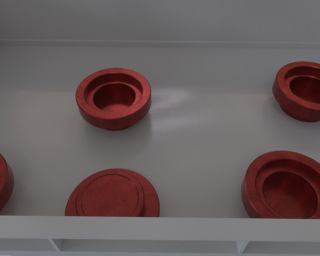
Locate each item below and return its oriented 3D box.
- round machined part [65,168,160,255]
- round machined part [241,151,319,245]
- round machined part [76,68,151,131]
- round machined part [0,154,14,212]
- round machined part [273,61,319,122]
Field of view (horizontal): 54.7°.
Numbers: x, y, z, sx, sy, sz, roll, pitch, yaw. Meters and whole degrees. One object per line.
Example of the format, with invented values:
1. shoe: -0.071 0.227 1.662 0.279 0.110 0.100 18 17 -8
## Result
1. round machined part: -0.050 0.083 0.324 0.099 0.042 0.098 0 50 0
2. round machined part: 0.136 0.076 0.331 0.099 0.042 0.098 0 50 0
3. round machined part: -0.061 -0.035 0.423 0.099 0.042 0.098 0 50 0
4. round machined part: -0.208 0.070 0.334 0.099 0.042 0.098 0 50 0
5. round machined part: 0.208 -0.046 0.434 0.099 0.042 0.098 0 50 0
